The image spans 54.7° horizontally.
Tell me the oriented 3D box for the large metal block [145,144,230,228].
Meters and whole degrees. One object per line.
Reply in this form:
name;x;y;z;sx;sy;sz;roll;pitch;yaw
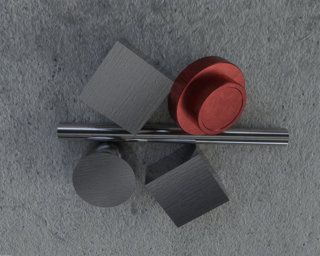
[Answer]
large metal block;0.036;0.076;0.426;0.080;0.050;0.080;-31;108;10

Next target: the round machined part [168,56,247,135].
round machined part;0.062;-0.031;0.366;0.099;0.042;0.097;-17;130;-22

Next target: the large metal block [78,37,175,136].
large metal block;-0.038;-0.051;0.376;0.080;0.050;0.080;35;106;-12

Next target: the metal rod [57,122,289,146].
metal rod;0.018;0.008;0.415;0.302;0.025;0.025;2;110;-1

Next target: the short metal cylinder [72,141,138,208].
short metal cylinder;-0.071;0.059;0.418;0.081;0.050;0.079;0;110;-1
